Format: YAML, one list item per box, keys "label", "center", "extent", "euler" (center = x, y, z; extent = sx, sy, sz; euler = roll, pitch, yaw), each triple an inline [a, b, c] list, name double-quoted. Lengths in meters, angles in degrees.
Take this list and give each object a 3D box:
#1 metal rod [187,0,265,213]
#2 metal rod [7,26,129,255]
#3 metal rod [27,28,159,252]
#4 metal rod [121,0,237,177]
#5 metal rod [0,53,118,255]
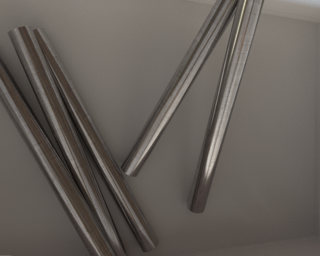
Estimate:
- label: "metal rod"
  center: [0.074, -0.022, 0.367]
  extent: [0.025, 0.025, 0.298]
  euler: [0, 118, -20]
- label: "metal rod"
  center: [-0.100, 0.032, 0.361]
  extent: [0.025, 0.025, 0.298]
  euler: [-24, 103, -18]
- label: "metal rod"
  center: [-0.079, 0.022, 0.381]
  extent: [0.025, 0.025, 0.299]
  euler: [-30, 100, -18]
- label: "metal rod"
  center: [0.034, -0.068, 0.357]
  extent: [0.025, 0.025, 0.298]
  euler: [25, 107, -19]
- label: "metal rod"
  center: [-0.123, 0.039, 0.347]
  extent: [0.025, 0.025, 0.299]
  euler: [-30, 93, -18]
